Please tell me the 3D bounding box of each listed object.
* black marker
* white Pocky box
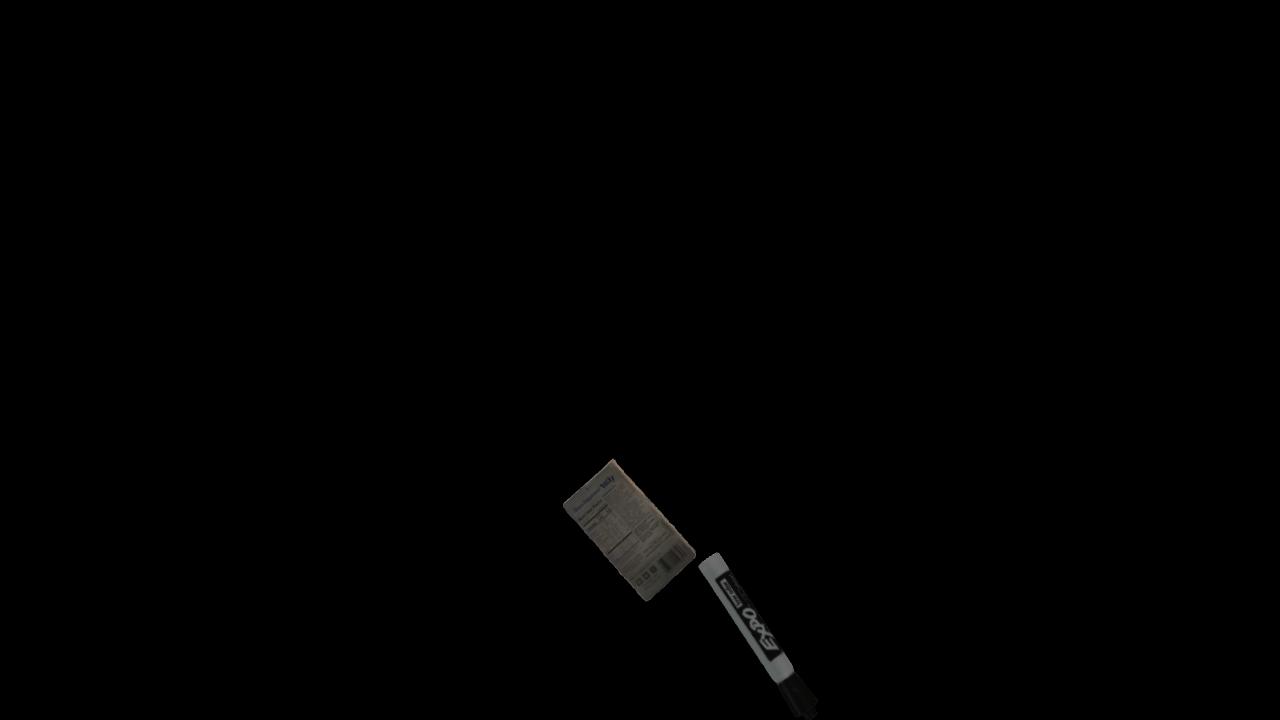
[{"bbox_3d":[0.083,0.193,0.434,0.020,0.121,0.020,-29,-25,-15],"label":"black marker"},{"bbox_3d":[-0.013,0.205,0.746,0.084,0.154,0.028,-42,-4,-1],"label":"white Pocky box"}]
